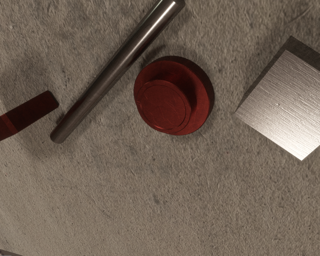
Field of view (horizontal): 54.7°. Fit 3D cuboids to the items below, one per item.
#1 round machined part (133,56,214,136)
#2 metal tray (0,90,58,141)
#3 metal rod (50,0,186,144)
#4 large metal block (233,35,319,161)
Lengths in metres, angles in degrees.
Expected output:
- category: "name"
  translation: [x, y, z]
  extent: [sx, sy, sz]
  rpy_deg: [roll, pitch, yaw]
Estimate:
- category: "round machined part"
  translation: [0.011, -0.033, 0.369]
  extent: [0.098, 0.042, 0.097]
  rpy_deg: [13, 124, 20]
- category: "metal tray"
  translation: [-0.230, -0.009, 0.477]
  extent: [0.130, 0.090, 0.030]
  rpy_deg: [-18, 109, 34]
- category: "metal rod"
  translation: [-0.075, -0.059, 0.407]
  extent: [0.025, 0.025, 0.299]
  rpy_deg: [47, 129, -5]
- category: "large metal block"
  translation: [0.133, -0.029, 0.302]
  extent: [0.080, 0.050, 0.079]
  rpy_deg: [35, 129, 4]
